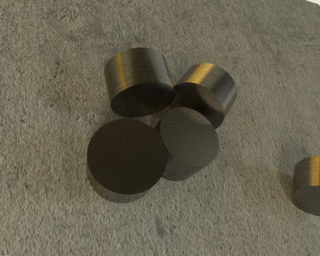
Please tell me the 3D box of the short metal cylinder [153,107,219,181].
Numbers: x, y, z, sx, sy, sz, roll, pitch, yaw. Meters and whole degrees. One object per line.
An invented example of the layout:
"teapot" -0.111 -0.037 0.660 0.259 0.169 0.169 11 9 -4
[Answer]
"short metal cylinder" 0.026 0.021 0.389 0.081 0.050 0.080 14 56 -21

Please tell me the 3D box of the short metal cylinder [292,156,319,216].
"short metal cylinder" 0.233 0.084 0.442 0.080 0.080 0.050 31 52 -9

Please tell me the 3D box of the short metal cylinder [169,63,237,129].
"short metal cylinder" 0.058 -0.041 0.425 0.080 0.080 0.050 39 51 -2

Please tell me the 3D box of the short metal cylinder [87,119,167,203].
"short metal cylinder" -0.038 0.037 0.334 0.081 0.050 0.080 5 66 -12

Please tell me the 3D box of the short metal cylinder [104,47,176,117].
"short metal cylinder" -0.026 -0.055 0.388 0.081 0.080 0.050 -1 62 -29
